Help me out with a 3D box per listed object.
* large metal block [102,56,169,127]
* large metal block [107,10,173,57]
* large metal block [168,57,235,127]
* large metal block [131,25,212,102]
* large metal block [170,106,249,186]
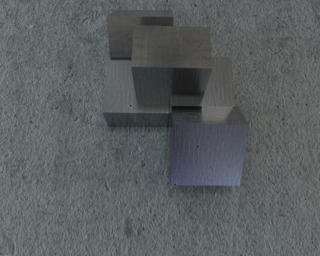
[{"bbox_3d":[-0.029,-0.047,0.411,0.081,0.050,0.080,1,70,0],"label":"large metal block"},{"bbox_3d":[-0.024,-0.130,0.421,0.081,0.050,0.080,0,26,0],"label":"large metal block"},{"bbox_3d":[0.052,-0.047,0.412,0.081,0.050,0.080,1,70,0],"label":"large metal block"},{"bbox_3d":[0.012,-0.070,0.353,0.081,0.080,0.050,1,70,0],"label":"large metal block"},{"bbox_3d":[0.054,0.021,0.367,0.081,0.079,0.050,1,26,-1],"label":"large metal block"}]
